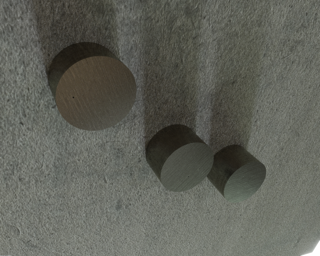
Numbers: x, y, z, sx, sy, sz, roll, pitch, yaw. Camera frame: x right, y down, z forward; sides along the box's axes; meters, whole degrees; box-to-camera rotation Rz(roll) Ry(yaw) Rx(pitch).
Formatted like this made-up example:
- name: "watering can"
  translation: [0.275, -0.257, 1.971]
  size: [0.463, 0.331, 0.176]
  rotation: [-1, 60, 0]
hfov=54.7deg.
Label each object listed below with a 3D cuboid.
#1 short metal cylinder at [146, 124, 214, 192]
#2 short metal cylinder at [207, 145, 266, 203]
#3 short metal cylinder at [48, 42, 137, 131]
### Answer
- name: "short metal cylinder"
  translation: [0.027, 0.041, 0.431]
  size: [0.081, 0.050, 0.079]
  rotation: [-14, 124, -21]
- name: "short metal cylinder"
  translation: [0.123, 0.074, 0.503]
  size: [0.081, 0.050, 0.079]
  rotation: [-14, 124, -21]
- name: "short metal cylinder"
  translation: [-0.071, -0.044, 0.324]
  size: [0.081, 0.050, 0.079]
  rotation: [-14, 124, -21]
